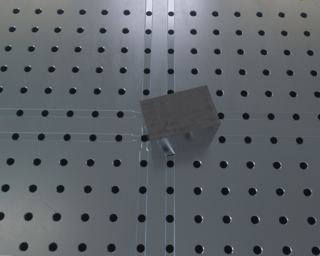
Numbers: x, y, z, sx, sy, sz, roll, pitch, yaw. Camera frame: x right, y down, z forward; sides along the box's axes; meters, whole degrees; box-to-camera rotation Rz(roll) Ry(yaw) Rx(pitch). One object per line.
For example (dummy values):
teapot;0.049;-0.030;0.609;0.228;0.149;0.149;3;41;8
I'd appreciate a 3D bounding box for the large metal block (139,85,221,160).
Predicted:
large metal block;0.022;-0.004;0.384;0.080;0.080;0.050;-14;71;-5
